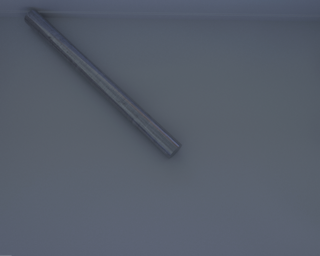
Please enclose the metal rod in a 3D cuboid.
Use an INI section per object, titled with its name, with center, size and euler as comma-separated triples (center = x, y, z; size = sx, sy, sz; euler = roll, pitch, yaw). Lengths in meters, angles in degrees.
[metal rod]
center = -0.087, -0.068, 0.434
size = 0.300, 0.025, 0.025
euler = 43, 76, 14
